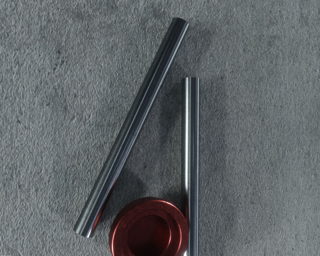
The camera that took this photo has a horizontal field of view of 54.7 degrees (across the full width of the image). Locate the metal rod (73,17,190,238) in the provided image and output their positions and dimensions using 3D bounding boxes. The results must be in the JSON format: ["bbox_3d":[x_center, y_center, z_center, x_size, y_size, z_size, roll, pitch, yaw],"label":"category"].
[{"bbox_3d":[-0.032,-0.008,0.397,0.025,0.025,0.299,27,81,-18],"label":"metal rod"}]

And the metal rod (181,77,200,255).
[{"bbox_3d":[0.041,0.081,0.425,0.025,0.025,0.298,0,90,-20],"label":"metal rod"}]

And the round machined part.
[{"bbox_3d":[-0.017,0.136,0.395,0.099,0.042,0.097,0,90,-21],"label":"round machined part"}]
